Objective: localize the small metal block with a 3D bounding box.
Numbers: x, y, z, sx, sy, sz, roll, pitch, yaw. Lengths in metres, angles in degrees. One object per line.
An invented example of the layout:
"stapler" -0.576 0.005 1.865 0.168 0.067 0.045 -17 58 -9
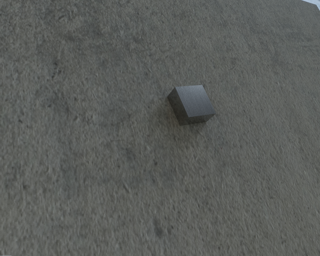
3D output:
"small metal block" 0.046 -0.034 0.451 0.050 0.025 0.050 -9 66 -32
